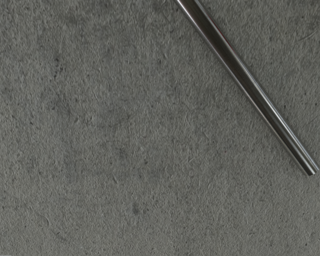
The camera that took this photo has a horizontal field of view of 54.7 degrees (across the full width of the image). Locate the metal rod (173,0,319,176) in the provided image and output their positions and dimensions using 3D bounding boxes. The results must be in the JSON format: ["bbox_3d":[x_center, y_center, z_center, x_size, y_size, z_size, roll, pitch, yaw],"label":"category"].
[{"bbox_3d":[0.115,-0.051,0.392,0.025,0.025,0.300,-38,106,13],"label":"metal rod"}]
